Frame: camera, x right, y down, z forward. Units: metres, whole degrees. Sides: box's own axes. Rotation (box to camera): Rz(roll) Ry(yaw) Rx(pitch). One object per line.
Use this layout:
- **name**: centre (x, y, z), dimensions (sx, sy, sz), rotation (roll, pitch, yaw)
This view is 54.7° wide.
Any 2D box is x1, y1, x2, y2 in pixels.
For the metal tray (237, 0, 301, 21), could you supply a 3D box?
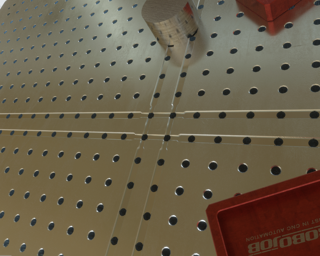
- **metal tray**: centre (0.181, -0.221, 0.445), dimensions (0.130, 0.030, 0.090), rotation (-36, 51, 4)

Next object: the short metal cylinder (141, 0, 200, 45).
- **short metal cylinder**: centre (0.018, -0.179, 0.493), dimensions (0.080, 0.050, 0.080), rotation (-13, 56, 21)

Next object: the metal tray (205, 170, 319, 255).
- **metal tray**: centre (0.116, 0.098, 0.283), dimensions (0.130, 0.030, 0.090), rotation (-22, 54, 15)
